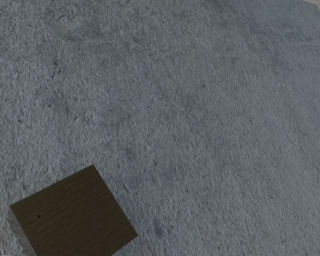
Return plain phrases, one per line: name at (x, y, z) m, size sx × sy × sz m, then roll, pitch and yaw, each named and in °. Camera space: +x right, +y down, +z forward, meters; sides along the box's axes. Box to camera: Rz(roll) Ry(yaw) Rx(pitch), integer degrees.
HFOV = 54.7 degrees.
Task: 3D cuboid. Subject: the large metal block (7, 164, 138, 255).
large metal block at (-0.082, 0.093, 0.288) m, size 0.081 × 0.050 × 0.080 m, roll -26°, pitch 76°, yaw -37°
